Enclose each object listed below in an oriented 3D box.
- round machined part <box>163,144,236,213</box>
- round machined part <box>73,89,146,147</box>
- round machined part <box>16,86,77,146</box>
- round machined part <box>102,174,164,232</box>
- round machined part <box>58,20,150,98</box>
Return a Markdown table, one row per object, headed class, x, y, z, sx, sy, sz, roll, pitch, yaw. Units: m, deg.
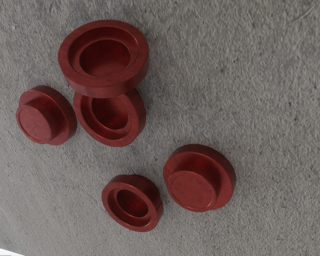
| class | x | y | z | sx | sy | sz | roll | pitch | yaw |
| --- | --- | --- | --- | --- | --- | --- | --- | --- | --- |
| round machined part | 0.048 | 0.074 | 0.416 | 0.098 | 0.042 | 0.097 | 13 | 124 | 21 |
| round machined part | -0.062 | -0.027 | 0.412 | 0.098 | 0.042 | 0.097 | 13 | 125 | 20 |
| round machined part | -0.183 | -0.013 | 0.484 | 0.098 | 0.042 | 0.097 | 13 | 124 | 21 |
| round machined part | -0.038 | 0.112 | 0.485 | 0.098 | 0.042 | 0.097 | 13 | 124 | 21 |
| round machined part | -0.061 | -0.074 | 0.354 | 0.098 | 0.098 | 0.042 | 23 | 154 | 14 |
